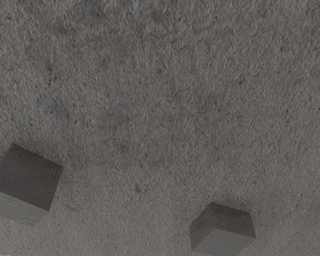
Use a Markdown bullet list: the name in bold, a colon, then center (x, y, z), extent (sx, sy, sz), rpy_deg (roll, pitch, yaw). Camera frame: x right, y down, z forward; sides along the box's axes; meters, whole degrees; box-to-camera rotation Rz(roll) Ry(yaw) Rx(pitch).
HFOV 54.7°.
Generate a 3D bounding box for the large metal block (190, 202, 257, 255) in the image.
- **large metal block**: center (0.108, 0.184, 0.548), extent (0.080, 0.050, 0.079), rpy_deg (18, 128, -15)

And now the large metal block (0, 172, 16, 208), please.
- **large metal block**: center (-0.284, 0.099, 0.472), extent (0.080, 0.050, 0.080), rpy_deg (33, 123, -25)

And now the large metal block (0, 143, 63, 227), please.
- **large metal block**: center (-0.194, 0.080, 0.438), extent (0.080, 0.080, 0.050), rpy_deg (33, 123, -25)
